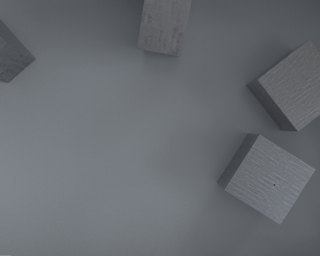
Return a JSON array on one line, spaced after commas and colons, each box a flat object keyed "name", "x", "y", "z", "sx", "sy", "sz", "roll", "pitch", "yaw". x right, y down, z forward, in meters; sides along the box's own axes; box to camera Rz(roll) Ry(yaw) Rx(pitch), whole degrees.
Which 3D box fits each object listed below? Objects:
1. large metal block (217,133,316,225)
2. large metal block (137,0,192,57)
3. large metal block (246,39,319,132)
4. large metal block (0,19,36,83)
[{"name": "large metal block", "x": 0.133, "y": 0.062, "z": 0.400, "sx": 0.080, "sy": 0.050, "sz": 0.080, "roll": 32, "pitch": 90, "yaw": 0}, {"name": "large metal block", "x": 0.007, "y": -0.131, "z": 0.376, "sx": 0.050, "sy": 0.080, "sz": 0.079, "roll": 10, "pitch": 103, "yaw": 0}, {"name": "large metal block", "x": 0.174, "y": -0.052, "z": 0.400, "sx": 0.080, "sy": 0.050, "sz": 0.080, "roll": -38, "pitch": 90, "yaw": 0}, {"name": "large metal block", "x": -0.215, "y": -0.107, "z": 0.382, "sx": 0.050, "sy": 0.080, "sz": 0.080, "roll": -42, "pitch": 90, "yaw": 0}]
